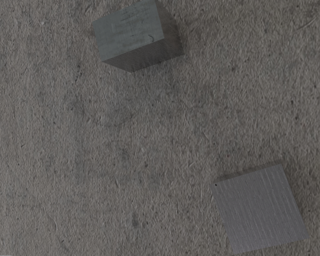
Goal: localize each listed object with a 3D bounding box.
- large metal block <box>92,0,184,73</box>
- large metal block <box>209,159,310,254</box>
[{"bbox_3d":[-0.024,-0.112,0.388,0.080,0.080,0.050,-15,85,19],"label":"large metal block"},{"bbox_3d":[0.113,0.088,0.356,0.080,0.050,0.080,-21,83,18],"label":"large metal block"}]
